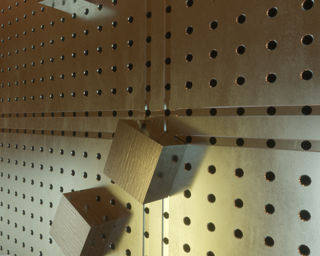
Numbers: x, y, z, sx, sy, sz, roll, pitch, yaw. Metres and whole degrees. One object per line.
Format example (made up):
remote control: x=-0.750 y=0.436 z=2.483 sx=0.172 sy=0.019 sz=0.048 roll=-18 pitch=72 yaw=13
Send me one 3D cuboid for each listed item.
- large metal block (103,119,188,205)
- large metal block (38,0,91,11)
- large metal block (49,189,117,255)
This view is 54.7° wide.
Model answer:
large metal block: x=-0.021 y=0.041 z=0.409 sx=0.080 sy=0.050 sz=0.079 roll=30 pitch=108 yaw=35
large metal block: x=-0.160 y=-0.251 z=0.522 sx=0.080 sy=0.050 sz=0.079 roll=5 pitch=93 yaw=39
large metal block: x=-0.124 y=0.156 z=0.493 sx=0.080 sy=0.050 sz=0.079 roll=35 pitch=112 yaw=34
